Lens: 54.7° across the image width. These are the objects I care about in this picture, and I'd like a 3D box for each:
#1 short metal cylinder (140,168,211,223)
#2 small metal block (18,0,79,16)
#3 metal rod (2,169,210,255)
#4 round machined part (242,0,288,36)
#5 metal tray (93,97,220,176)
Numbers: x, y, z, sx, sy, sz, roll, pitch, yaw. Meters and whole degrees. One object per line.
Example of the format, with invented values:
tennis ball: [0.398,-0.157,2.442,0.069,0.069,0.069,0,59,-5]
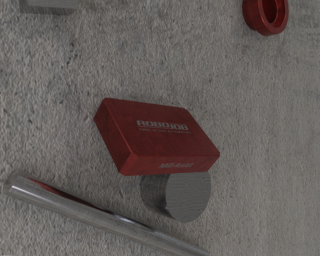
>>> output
short metal cylinder: [0.021,0.078,0.406,0.081,0.050,0.080,0,90,-40]
small metal block: [-0.114,-0.142,0.309,0.050,0.025,0.050,-13,99,-39]
metal rod: [-0.038,0.121,0.373,0.301,0.025,0.025,35,69,-34]
round machined part: [0.182,-0.210,0.545,0.099,0.042,0.097,0,90,-40]
metal tray: [-0.001,0.010,0.363,0.131,0.090,0.030,4,130,-40]
